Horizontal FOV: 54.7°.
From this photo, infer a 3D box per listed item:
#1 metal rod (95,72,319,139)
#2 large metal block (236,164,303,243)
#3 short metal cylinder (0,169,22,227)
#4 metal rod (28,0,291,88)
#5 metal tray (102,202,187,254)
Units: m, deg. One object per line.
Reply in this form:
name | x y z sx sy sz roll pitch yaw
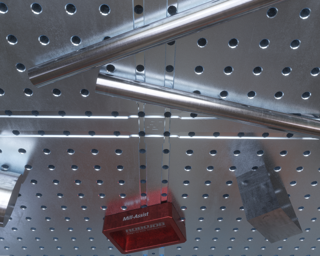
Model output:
metal rod | 0.072 -0.025 0.391 0.302 0.025 0.025 11 129 -10
large metal block | 0.167 0.117 0.478 0.050 0.080 0.080 -31 124 23
short metal cylinder | -0.244 0.101 0.458 0.050 0.080 0.079 16 128 -14
metal rod | -0.003 -0.099 0.326 0.301 0.025 0.025 -16 129 12
metal tray | -0.027 0.186 0.566 0.130 0.030 0.090 -16 129 12
